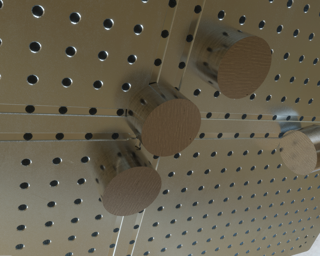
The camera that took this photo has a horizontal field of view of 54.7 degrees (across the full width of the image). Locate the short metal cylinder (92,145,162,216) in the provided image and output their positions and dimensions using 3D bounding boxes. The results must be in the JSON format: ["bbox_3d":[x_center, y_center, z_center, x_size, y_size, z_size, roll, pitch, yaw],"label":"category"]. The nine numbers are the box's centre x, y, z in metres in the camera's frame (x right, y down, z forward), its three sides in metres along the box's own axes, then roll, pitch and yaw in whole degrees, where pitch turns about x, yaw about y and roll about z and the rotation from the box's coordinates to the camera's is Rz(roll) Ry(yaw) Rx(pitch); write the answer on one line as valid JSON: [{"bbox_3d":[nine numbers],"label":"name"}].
[{"bbox_3d":[-0.045,0.070,0.415,0.081,0.050,0.079,-14,125,-21],"label":"short metal cylinder"}]

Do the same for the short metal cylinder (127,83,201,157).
[{"bbox_3d":[0.004,-0.011,0.392,0.081,0.050,0.079,-14,125,-21],"label":"short metal cylinder"}]

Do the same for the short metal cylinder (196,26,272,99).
[{"bbox_3d":[0.093,-0.084,0.396,0.081,0.050,0.079,-14,124,-21],"label":"short metal cylinder"}]

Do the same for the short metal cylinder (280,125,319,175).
[{"bbox_3d":[0.260,0.038,0.544,0.050,0.080,0.079,-12,124,-22],"label":"short metal cylinder"}]
